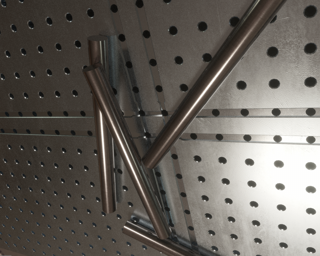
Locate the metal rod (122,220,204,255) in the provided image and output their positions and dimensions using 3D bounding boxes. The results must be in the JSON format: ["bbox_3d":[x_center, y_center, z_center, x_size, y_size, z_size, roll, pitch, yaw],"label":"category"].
[{"bbox_3d":[0.075,0.227,0.510,0.301,0.025,0.025,21,126,14],"label":"metal rod"}]

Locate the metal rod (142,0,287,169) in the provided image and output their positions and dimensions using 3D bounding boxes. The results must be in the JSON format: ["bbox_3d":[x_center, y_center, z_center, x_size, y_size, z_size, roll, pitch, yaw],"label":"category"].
[{"bbox_3d":[0.052,-0.047,0.353,0.025,0.025,0.298,37,129,3],"label":"metal rod"}]

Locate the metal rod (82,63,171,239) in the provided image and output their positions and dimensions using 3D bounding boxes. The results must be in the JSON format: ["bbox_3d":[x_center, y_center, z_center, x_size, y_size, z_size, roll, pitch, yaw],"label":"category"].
[{"bbox_3d":[-0.038,0.051,0.444,0.025,0.025,0.298,-3,122,29],"label":"metal rod"}]

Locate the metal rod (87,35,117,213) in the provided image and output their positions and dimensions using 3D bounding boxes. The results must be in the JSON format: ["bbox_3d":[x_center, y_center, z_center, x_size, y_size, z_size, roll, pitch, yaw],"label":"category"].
[{"bbox_3d":[-0.082,0.015,0.461,0.025,0.025,0.298,15,125,19],"label":"metal rod"}]
